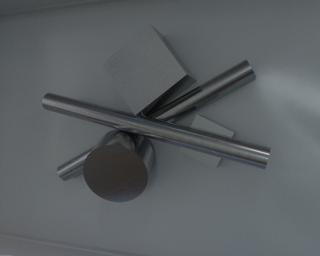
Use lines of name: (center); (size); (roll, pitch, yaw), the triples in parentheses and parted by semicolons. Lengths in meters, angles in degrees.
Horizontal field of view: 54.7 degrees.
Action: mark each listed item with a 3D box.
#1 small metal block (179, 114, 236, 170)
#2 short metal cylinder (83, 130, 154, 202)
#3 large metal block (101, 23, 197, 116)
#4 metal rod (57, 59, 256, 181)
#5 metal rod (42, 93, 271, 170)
small metal block: (0.060, 0.016, 0.385); (0.050, 0.025, 0.050); (28, 99, 17)
short metal cylinder: (-0.051, 0.047, 0.398); (0.080, 0.050, 0.079); (2, 112, 6)
large metal block: (-0.013, -0.071, 0.399); (0.080, 0.050, 0.080); (-37, 78, 16)
metal rod: (-0.017, -0.002, 0.413); (0.300, 0.025, 0.025); (-29, 81, 17)
metal rod: (-0.019, -0.002, 0.388); (0.301, 0.025, 0.025); (15, 95, 19)
